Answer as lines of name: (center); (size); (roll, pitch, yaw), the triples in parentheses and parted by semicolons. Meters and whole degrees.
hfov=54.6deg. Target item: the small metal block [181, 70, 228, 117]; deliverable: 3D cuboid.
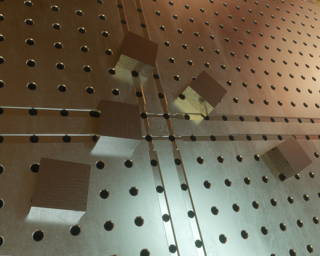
small metal block: (0.068, -0.054, 0.477); (0.050, 0.025, 0.050); (42, 51, 0)

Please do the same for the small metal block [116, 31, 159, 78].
small metal block: (-0.033, -0.108, 0.456); (0.050, 0.025, 0.050); (19, 54, -17)

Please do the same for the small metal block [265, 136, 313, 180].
small metal block: (0.203, 0.046, 0.488); (0.050, 0.025, 0.050); (-22, 73, -36)

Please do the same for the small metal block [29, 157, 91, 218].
small metal block: (-0.101, 0.061, 0.316); (0.050, 0.025, 0.050); (12, 57, -22)

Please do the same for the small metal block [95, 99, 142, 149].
small metal block: (-0.052, -0.004, 0.383); (0.050, 0.025, 0.050); (8, 58, -24)
